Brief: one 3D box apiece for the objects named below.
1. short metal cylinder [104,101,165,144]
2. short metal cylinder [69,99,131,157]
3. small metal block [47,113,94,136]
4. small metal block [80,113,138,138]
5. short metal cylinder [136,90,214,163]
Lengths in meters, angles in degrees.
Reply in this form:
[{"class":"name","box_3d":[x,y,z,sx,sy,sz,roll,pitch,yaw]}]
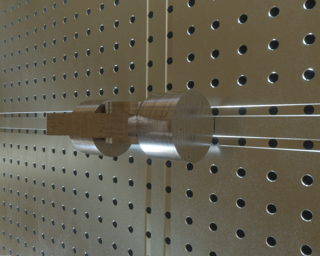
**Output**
[{"class":"short metal cylinder","box_3d":[-0.030,-0.007,0.398,0.080,0.081,0.050,2,91,40]},{"class":"short metal cylinder","box_3d":[-0.081,-0.001,0.440,0.050,0.081,0.079,2,91,40]},{"class":"small metal block","box_3d":[-0.098,-0.004,0.368,0.050,0.050,0.025,1,91,8]},{"class":"small metal block","box_3d":[-0.052,-0.003,0.336,0.050,0.050,0.025,1,91,9]},{"class":"short metal cylinder","box_3d":[0.019,-0.002,0.357,0.050,0.081,0.079,1,91,41]}]
